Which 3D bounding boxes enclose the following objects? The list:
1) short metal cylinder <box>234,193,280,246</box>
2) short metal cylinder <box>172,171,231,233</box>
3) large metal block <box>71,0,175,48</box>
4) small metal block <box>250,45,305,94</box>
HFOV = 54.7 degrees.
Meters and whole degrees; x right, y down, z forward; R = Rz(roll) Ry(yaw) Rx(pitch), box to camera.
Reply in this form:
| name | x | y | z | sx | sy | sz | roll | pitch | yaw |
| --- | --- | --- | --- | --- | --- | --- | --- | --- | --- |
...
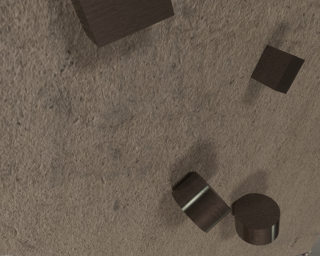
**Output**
| name | x | y | z | sx | sy | sz | roll | pitch | yaw |
| --- | --- | --- | --- | --- | --- | --- | --- | --- | --- |
| short metal cylinder | 0.181 | 0.169 | 0.578 | 0.081 | 0.080 | 0.050 | -24 | 127 | -14 |
| short metal cylinder | 0.064 | 0.113 | 0.478 | 0.050 | 0.080 | 0.080 | -43 | 130 | 1 |
| large metal block | -0.042 | -0.133 | 0.287 | 0.080 | 0.050 | 0.080 | -28 | 128 | -11 |
| small metal block | 0.162 | -0.082 | 0.431 | 0.025 | 0.050 | 0.050 | 10 | 114 | -33 |
